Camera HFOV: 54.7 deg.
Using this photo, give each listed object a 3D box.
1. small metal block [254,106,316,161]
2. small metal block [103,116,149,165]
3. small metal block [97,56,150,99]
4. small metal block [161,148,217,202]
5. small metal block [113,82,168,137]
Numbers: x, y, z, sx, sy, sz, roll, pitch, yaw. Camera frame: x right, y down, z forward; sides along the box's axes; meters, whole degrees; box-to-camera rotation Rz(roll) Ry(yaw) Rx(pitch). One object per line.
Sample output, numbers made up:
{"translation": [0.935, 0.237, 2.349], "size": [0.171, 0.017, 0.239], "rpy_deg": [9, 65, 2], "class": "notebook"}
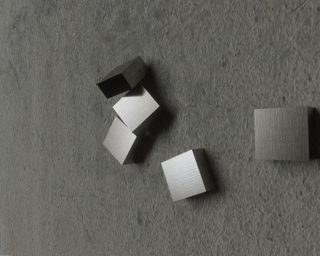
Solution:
{"translation": [0.122, 0.006, 0.304], "size": [0.050, 0.025, 0.050], "rpy_deg": [-2, 89, 40], "class": "small metal block"}
{"translation": [-0.050, 0.017, 0.446], "size": [0.050, 0.025, 0.050], "rpy_deg": [42, 116, 31], "class": "small metal block"}
{"translation": [-0.050, -0.070, 0.427], "size": [0.050, 0.050, 0.025], "rpy_deg": [-15, 118, 39], "class": "small metal block"}
{"translation": [0.035, 0.057, 0.377], "size": [0.050, 0.025, 0.050], "rpy_deg": [-28, 72, 36], "class": "small metal block"}
{"translation": [-0.027, -0.025, 0.417], "size": [0.050, 0.025, 0.050], "rpy_deg": [-43, 62, 8], "class": "small metal block"}
